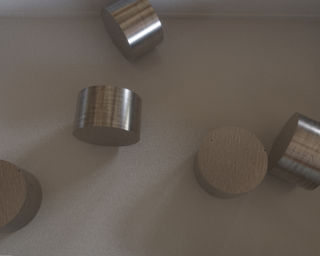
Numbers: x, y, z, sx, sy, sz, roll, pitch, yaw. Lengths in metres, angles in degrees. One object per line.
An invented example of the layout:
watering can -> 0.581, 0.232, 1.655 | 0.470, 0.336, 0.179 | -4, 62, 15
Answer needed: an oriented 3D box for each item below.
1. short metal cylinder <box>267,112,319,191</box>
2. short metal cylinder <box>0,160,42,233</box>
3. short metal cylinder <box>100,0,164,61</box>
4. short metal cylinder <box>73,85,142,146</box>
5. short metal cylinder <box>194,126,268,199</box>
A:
short metal cylinder -> 0.170, 0.028, 0.371 | 0.050, 0.080, 0.080 | 26, 72, 9
short metal cylinder -> -0.189, 0.082, 0.365 | 0.081, 0.050, 0.080 | 0, 70, 0
short metal cylinder -> -0.039, -0.141, 0.431 | 0.050, 0.080, 0.080 | -34, 74, -12
short metal cylinder -> -0.064, -0.012, 0.384 | 0.080, 0.080, 0.050 | 2, 70, 1
short metal cylinder -> 0.084, 0.044, 0.381 | 0.081, 0.050, 0.080 | 0, 70, 0
